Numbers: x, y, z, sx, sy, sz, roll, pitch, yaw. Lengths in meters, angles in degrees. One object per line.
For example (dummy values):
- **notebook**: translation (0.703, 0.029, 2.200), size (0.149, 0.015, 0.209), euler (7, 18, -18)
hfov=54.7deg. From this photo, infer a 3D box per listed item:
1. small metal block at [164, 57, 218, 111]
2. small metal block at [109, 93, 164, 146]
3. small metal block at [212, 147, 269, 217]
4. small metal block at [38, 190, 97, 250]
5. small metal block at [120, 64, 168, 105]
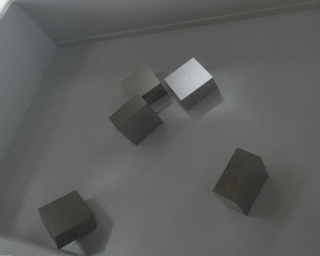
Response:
- **small metal block**: translation (0.042, -0.060, 0.421), size (0.050, 0.025, 0.050), euler (-36, 51, 4)
- **small metal block**: translation (-0.031, -0.011, 0.412), size (0.050, 0.050, 0.025), euler (-41, 51, 0)
- **small metal block**: translation (0.083, 0.055, 0.312), size (0.025, 0.050, 0.050), euler (23, 74, 36)
- **small metal block**: translation (-0.114, 0.111, 0.382), size (0.050, 0.025, 0.050), euler (-24, 43, -31)
- **small metal block**: translation (-0.025, -0.059, 0.455), size (0.050, 0.025, 0.050), euler (-35, 51, 5)
